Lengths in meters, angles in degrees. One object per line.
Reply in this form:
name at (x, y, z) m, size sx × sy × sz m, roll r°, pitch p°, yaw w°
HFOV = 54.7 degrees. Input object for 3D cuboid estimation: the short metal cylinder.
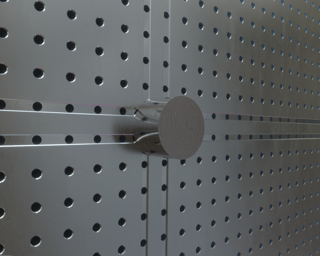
short metal cylinder at (0.012, 0.000, 0.405) m, size 0.081 × 0.050 × 0.079 m, roll 0°, pitch 90°, yaw -40°
